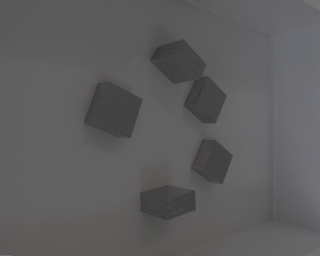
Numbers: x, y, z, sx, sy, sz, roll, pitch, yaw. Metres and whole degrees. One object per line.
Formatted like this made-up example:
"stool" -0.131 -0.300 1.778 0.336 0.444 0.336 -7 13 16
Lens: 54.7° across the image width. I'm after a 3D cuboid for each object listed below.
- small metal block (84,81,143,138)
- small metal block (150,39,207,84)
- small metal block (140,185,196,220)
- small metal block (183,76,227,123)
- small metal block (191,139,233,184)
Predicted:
"small metal block" -0.054 -0.020 0.361 0.050 0.025 0.050 26 74 -37
"small metal block" 0.024 -0.086 0.410 0.050 0.050 0.025 39 66 -33
"small metal block" 0.010 0.094 0.399 0.050 0.050 0.025 -6 94 -40
"small metal block" 0.068 -0.041 0.464 0.050 0.025 0.050 38 67 -33
"small metal block" 0.080 0.052 0.474 0.050 0.025 0.050 38 67 -34
